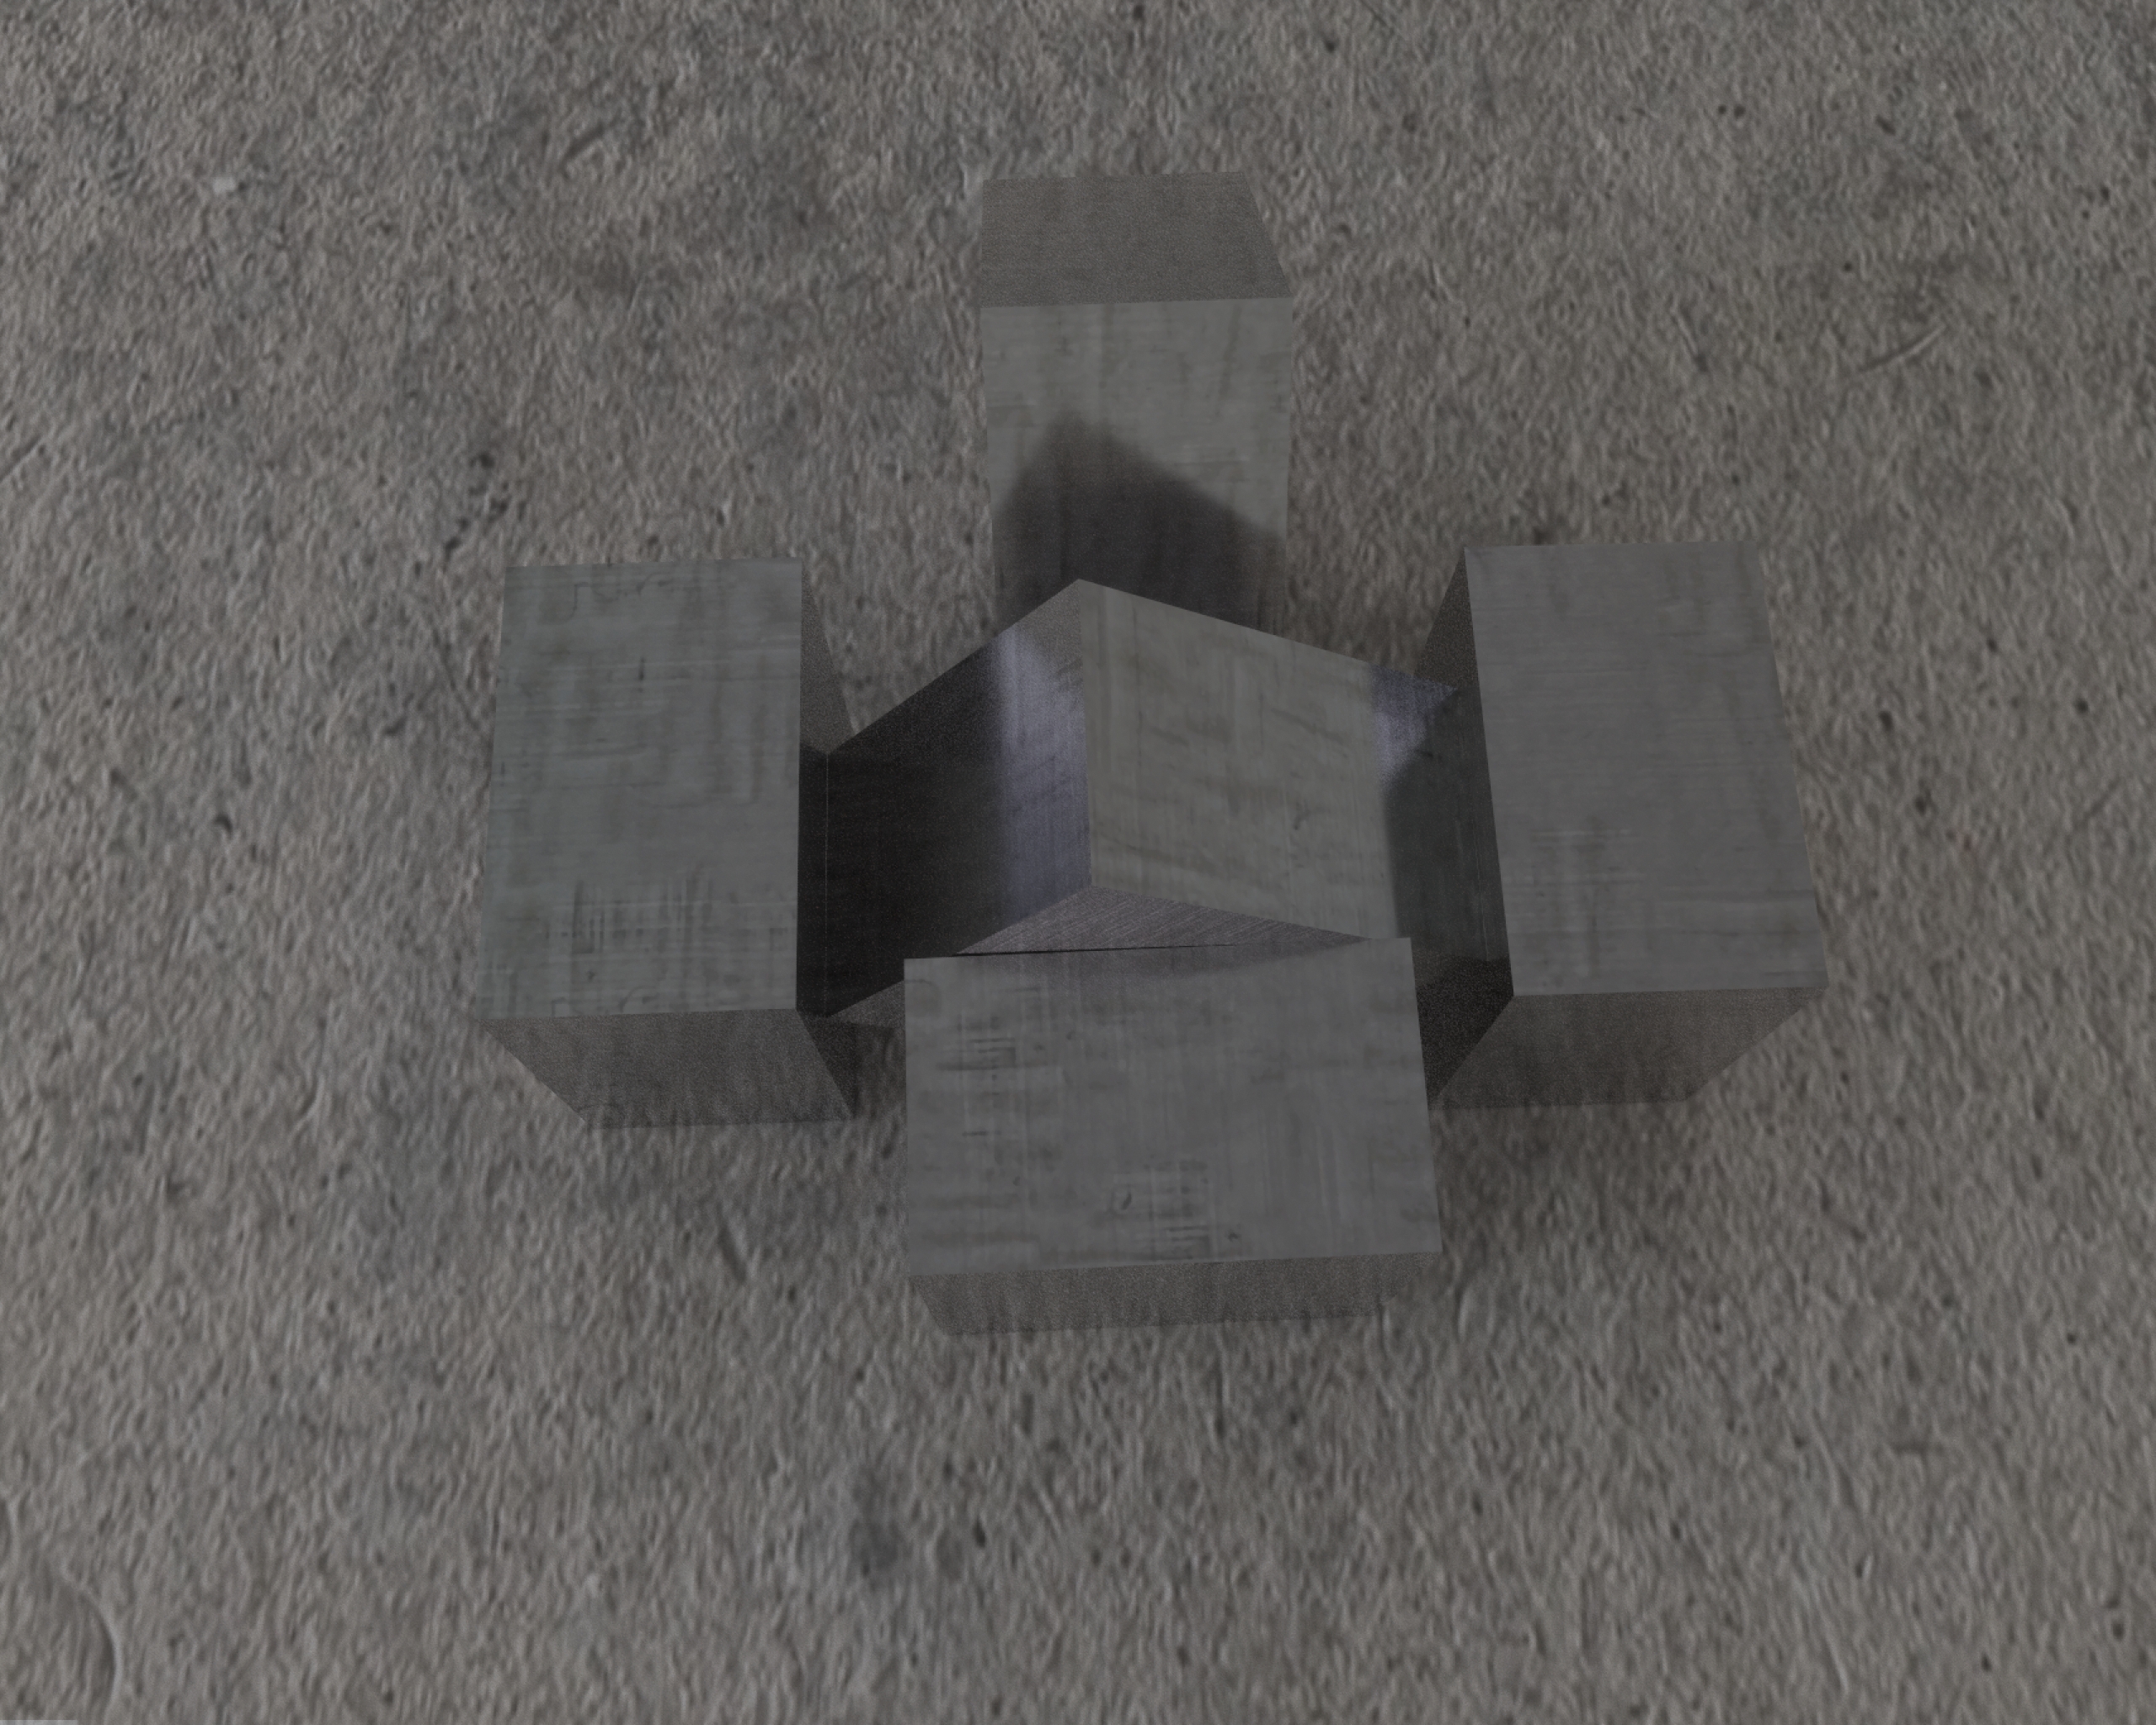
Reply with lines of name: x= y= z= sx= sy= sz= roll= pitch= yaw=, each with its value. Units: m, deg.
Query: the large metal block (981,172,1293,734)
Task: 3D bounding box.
large metal block: x=0.009 y=-0.078 z=0.390 sx=0.050 sy=0.079 sz=0.080 roll=-2 pitch=32 yaw=-1

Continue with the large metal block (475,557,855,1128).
large metal block: x=-0.070 y=0.000 z=0.378 sx=0.050 sy=0.080 sz=0.080 roll=-2 pitch=70 yaw=0

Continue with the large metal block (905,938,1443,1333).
large metal block: x=0.014 y=0.050 z=0.360 sx=0.081 sy=0.080 sz=0.050 roll=-2 pitch=71 yaw=-1

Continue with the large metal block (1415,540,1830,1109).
large metal block: x=0.092 y=-0.004 z=0.380 sx=0.050 sy=0.080 sz=0.080 roll=-2 pitch=70 yaw=-2

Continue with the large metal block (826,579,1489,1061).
large metal block: x=0.011 y=-0.002 z=0.363 sx=0.081 sy=0.080 sz=0.050 roll=11 pitch=66 yaw=-33
